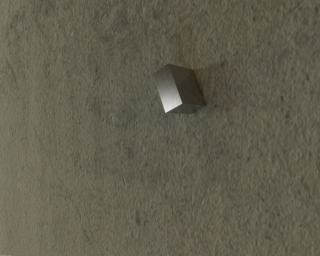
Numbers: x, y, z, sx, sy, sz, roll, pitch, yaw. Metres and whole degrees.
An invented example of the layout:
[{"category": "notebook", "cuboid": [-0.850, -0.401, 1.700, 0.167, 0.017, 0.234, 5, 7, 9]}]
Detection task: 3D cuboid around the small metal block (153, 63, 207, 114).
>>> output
[{"category": "small metal block", "cuboid": [0.024, -0.045, 0.367, 0.025, 0.050, 0.050, -28, 73, 36]}]
